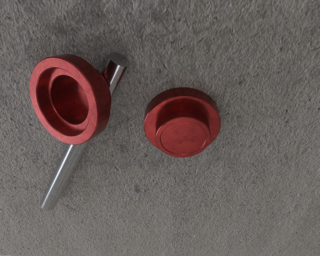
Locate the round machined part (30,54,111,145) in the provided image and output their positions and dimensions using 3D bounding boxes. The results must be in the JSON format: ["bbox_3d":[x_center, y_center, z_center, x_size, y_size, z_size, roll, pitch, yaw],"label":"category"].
[{"bbox_3d":[-0.094,-0.034,0.347,0.098,0.042,0.097,12,116,27],"label":"round machined part"}]

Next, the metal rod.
[{"bbox_3d":[-0.115,0.025,0.427,0.025,0.025,0.298,22,127,-18],"label":"metal rod"}]

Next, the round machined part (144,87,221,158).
[{"bbox_3d":[0.029,0.000,0.397,0.099,0.042,0.097,0,130,0],"label":"round machined part"}]
